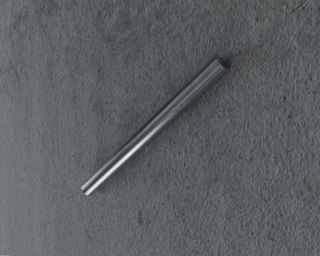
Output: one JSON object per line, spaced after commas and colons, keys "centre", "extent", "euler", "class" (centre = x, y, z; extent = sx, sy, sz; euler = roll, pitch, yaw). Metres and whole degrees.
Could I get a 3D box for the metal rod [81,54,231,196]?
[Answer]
{"centre": [-0.023, 0.012, 0.427], "extent": [0.299, 0.025, 0.025], "euler": [-43, 64, 31], "class": "metal rod"}
